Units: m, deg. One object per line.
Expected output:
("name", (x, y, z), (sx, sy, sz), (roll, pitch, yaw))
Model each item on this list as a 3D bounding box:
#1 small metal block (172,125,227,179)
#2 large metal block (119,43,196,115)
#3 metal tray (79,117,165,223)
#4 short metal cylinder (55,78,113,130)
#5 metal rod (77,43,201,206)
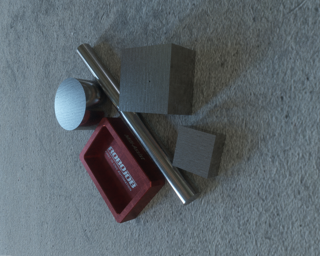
("small metal block", (0.046, 0.027, 0.367), (0.050, 0.025, 0.050), (17, 101, 38))
("large metal block", (-0.004, -0.058, 0.392), (0.080, 0.050, 0.079), (6, 94, 39))
("metal tray", (-0.060, 0.058, 0.450), (0.130, 0.030, 0.090), (52, 120, 27))
("short metal cylinder", (-0.121, -0.036, 0.487), (0.080, 0.050, 0.079), (0, 90, 39))
("metal rod", (-0.043, -0.021, 0.439), (0.025, 0.025, 0.300), (-52, 60, 27))
